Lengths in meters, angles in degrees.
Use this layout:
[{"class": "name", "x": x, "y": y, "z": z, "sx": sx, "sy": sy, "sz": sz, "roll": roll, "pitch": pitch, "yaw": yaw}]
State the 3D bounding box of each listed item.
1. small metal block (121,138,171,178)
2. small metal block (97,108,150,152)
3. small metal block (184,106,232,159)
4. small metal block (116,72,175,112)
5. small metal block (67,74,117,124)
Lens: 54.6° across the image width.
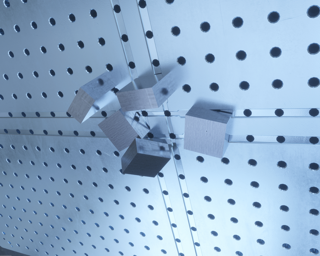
[{"class": "small metal block", "x": -0.021, "y": 0.043, "z": 0.432, "sx": 0.050, "sy": 0.025, "sz": 0.050, "roll": 12, "pitch": 135, "yaw": -27}, {"class": "small metal block", "x": -0.051, "y": -0.001, "z": 0.439, "sx": 0.050, "sy": 0.025, "sz": 0.050, "roll": -30, "pitch": 102, "yaw": 38}, {"class": "small metal block", "x": 0.058, "y": 0.005, "z": 0.384, "sx": 0.050, "sy": 0.025, "sz": 0.050, "roll": 13, "pitch": 124, "yaw": 21}, {"class": "small metal block", "x": -0.016, "y": -0.044, "z": 0.377, "sx": 0.050, "sy": 0.050, "sz": 0.025, "roll": -4, "pitch": 116, "yaw": 30}, {"class": "small metal block", "x": -0.092, "y": -0.040, "z": 0.420, "sx": 0.025, "sy": 0.050, "sz": 0.050, "roll": 42, "pitch": 129, "yaw": 0}]
